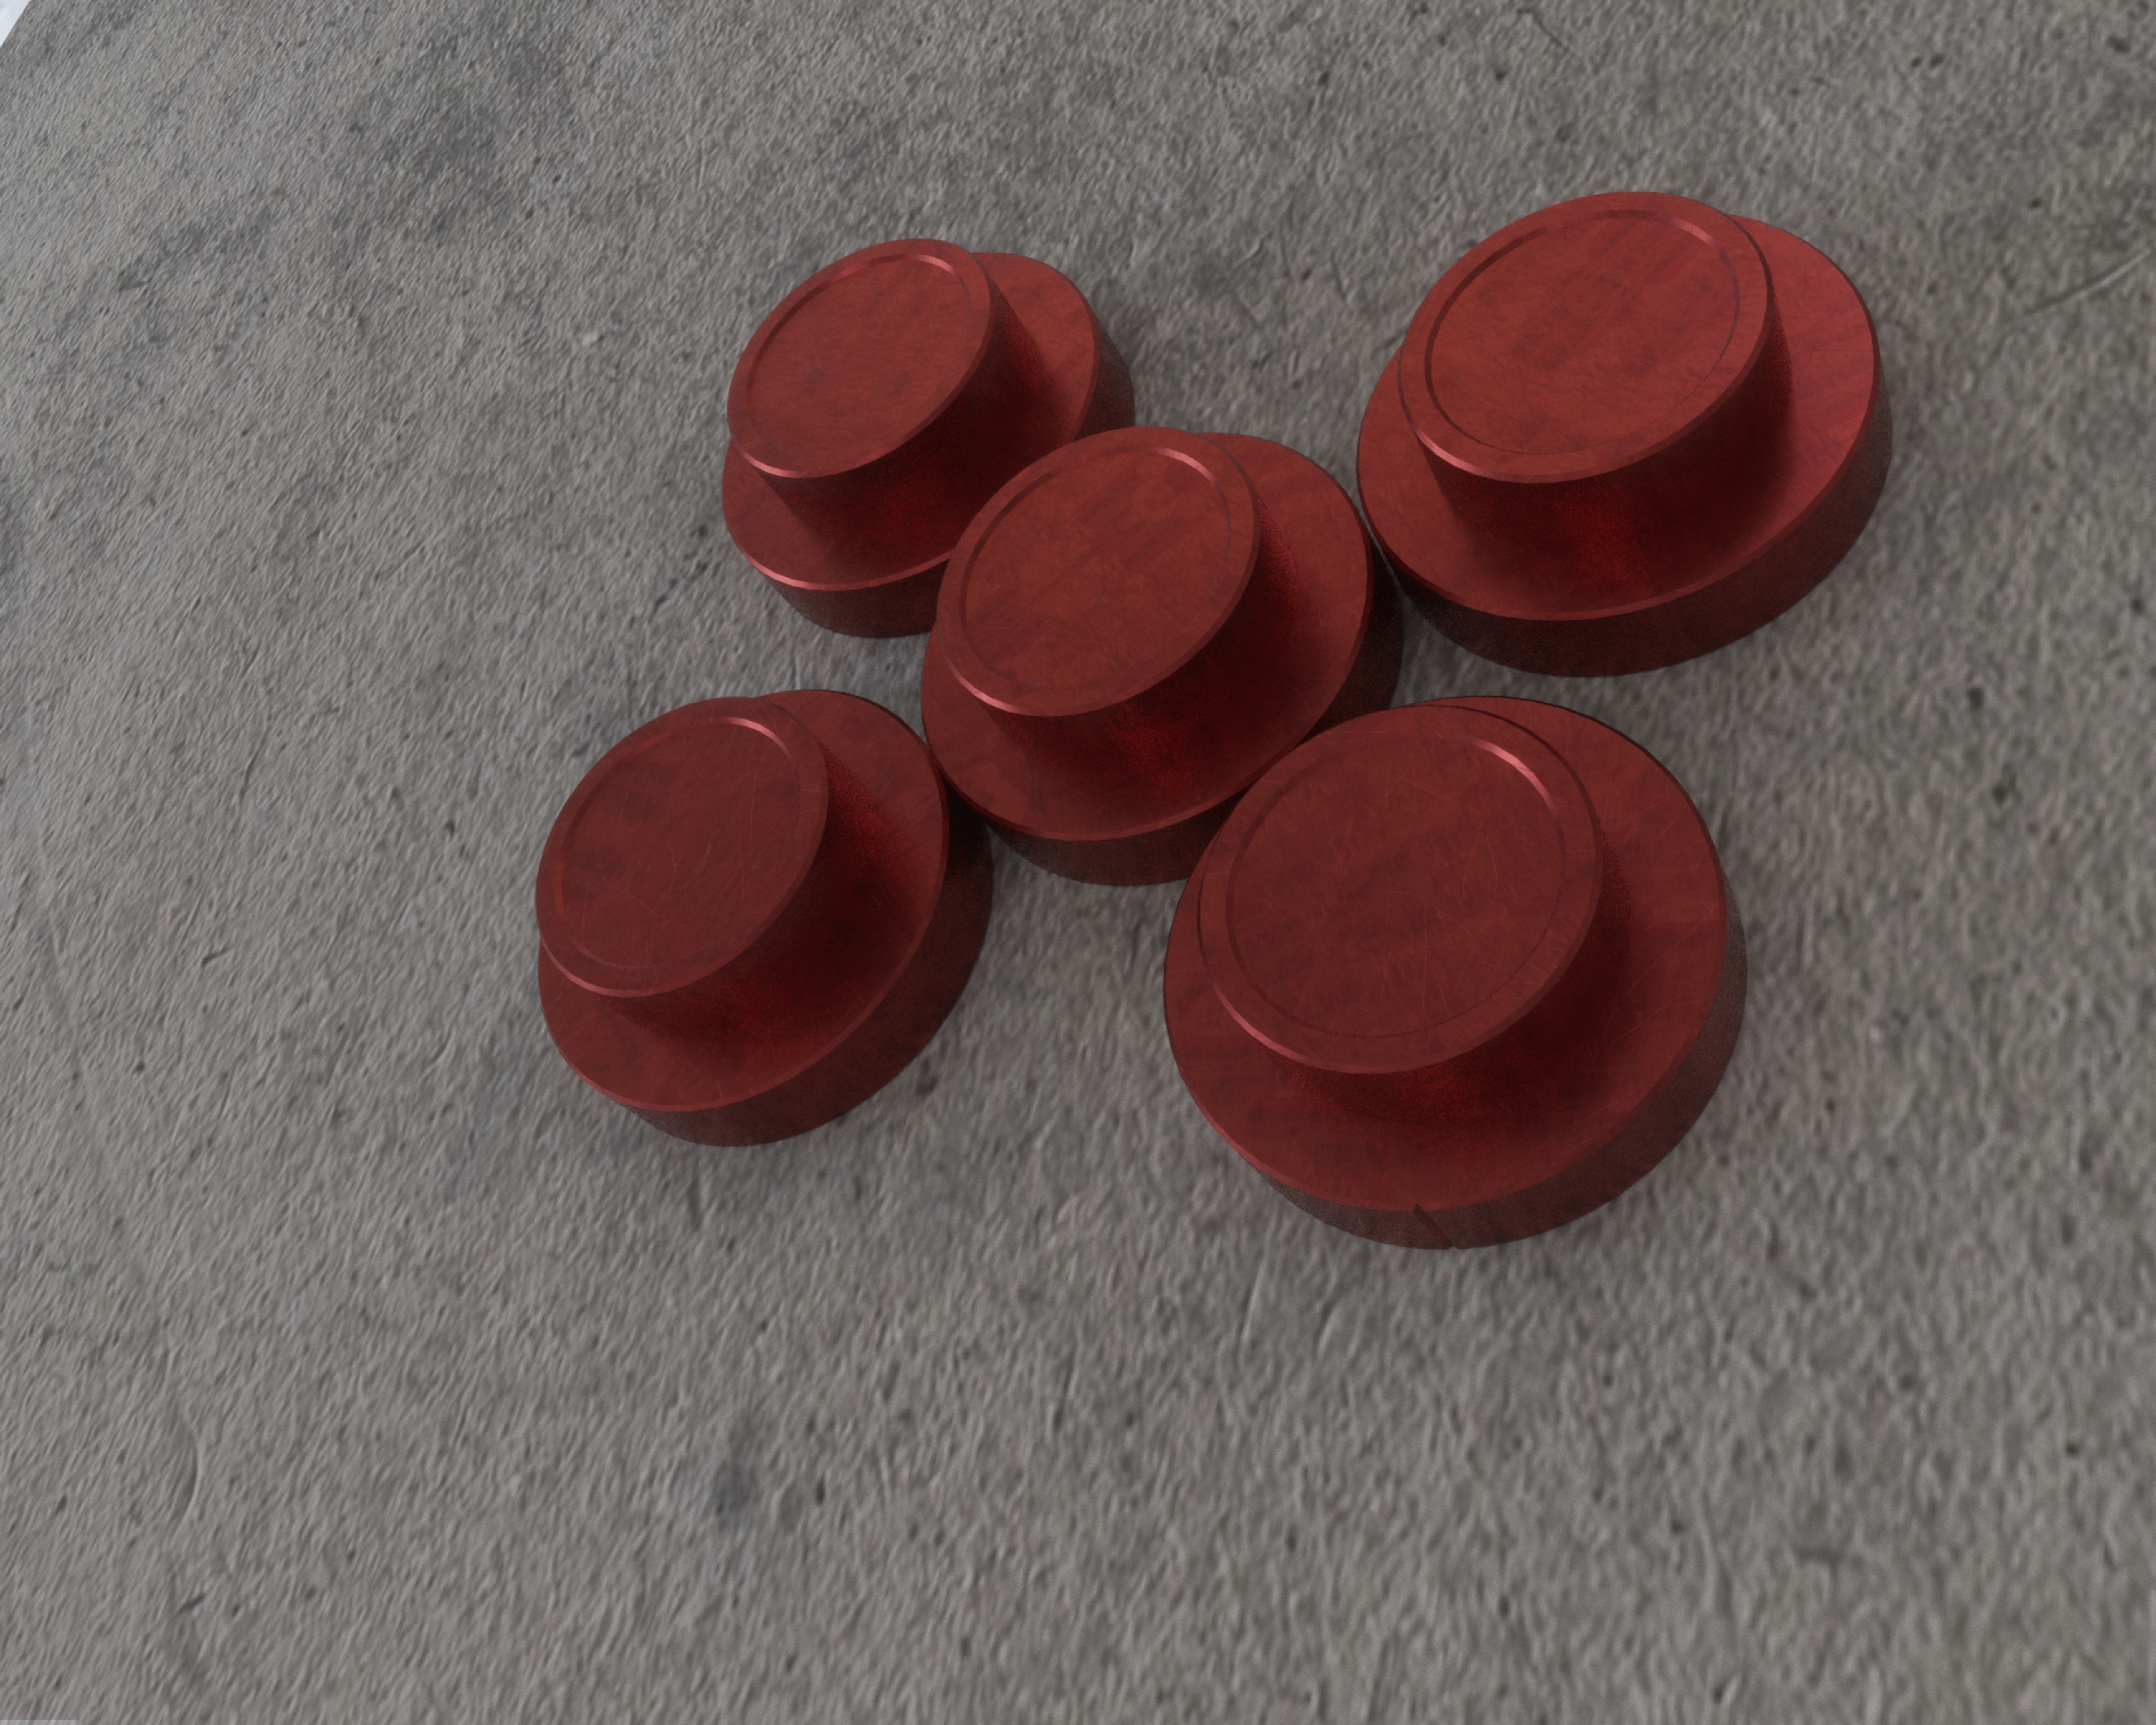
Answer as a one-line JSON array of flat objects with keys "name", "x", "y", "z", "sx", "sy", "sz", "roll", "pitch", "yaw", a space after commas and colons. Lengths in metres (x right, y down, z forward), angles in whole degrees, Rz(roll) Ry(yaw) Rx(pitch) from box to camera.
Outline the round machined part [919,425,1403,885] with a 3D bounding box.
[{"name": "round machined part", "x": 0.011, "y": -0.048, "z": 0.416, "sx": 0.098, "sy": 0.042, "sz": 0.098, "roll": -13, "pitch": 56, "yaw": 21}]

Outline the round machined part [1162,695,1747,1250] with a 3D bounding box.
[{"name": "round machined part", "x": 0.059, "y": 0.012, "z": 0.354, "sx": 0.098, "sy": 0.042, "sz": 0.098, "roll": -13, "pitch": 56, "yaw": 21}]

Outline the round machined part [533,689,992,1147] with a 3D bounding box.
[{"name": "round machined part", "x": -0.071, "y": 0.005, "z": 0.427, "sx": 0.098, "sy": 0.042, "sz": 0.098, "roll": -13, "pitch": 56, "yaw": 21}]

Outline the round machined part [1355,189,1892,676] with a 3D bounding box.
[{"name": "round machined part", "x": 0.099, "y": -0.087, "z": 0.394, "sx": 0.098, "sy": 0.042, "sz": 0.098, "roll": -13, "pitch": 56, "yaw": 21}]

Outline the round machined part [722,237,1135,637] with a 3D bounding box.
[{"name": "round machined part", "x": -0.040, "y": -0.103, "z": 0.478, "sx": 0.098, "sy": 0.042, "sz": 0.098, "roll": -13, "pitch": 56, "yaw": 21}]
